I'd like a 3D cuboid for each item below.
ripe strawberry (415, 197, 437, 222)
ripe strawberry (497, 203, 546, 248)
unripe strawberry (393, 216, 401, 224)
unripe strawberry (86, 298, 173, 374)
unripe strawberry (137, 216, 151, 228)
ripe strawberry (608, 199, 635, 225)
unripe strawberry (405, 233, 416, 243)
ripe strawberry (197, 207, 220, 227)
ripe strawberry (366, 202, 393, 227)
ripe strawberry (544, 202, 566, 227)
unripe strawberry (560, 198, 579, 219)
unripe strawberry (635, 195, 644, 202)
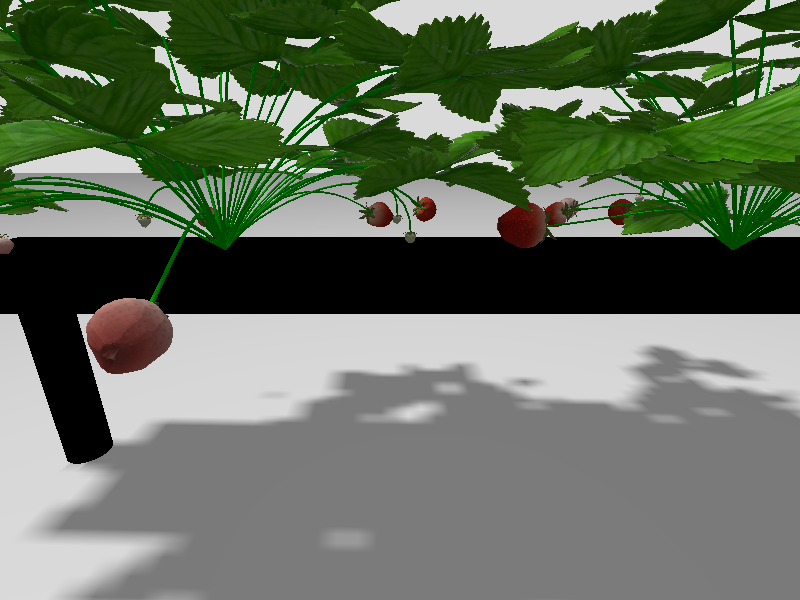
[{"bbox_3d":[0.034,-0.114,0.510,0.029,0.030,0.026,9,8,-45],"label":"ripe strawberry"},{"bbox_3d":[0.110,-0.067,0.364,0.042,0.041,0.039,1,19,5],"label":"ripe strawberry"},{"bbox_3d":[-0.003,-0.092,0.457,0.010,0.010,0.009,-14,23,-34],"label":"unripe strawberry"},{"bbox_3d":[-0.100,0.014,0.147,0.027,0.028,0.029,-5,20,-13],"label":"unripe strawberry"},{"bbox_3d":[-0.306,-0.094,0.479,0.015,0.015,0.014,40,38,27],"label":"unripe strawberry"},{"bbox_3d":[0.273,-0.110,0.498,0.030,0.032,0.033,-3,19,-8],"label":"ripe strawberry"},{"bbox_3d":[0.009,-0.054,0.350,0.010,0.010,0.009,0,19,1],"label":"unripe strawberry"},{"bbox_3d":[-0.222,-0.097,0.467,0.026,0.023,0.026,-10,21,-27],"label":"ripe strawberry"},{"bbox_3d":[-0.022,-0.099,0.466,0.033,0.028,0.033,-1,14,-44],"label":"ripe strawberry"},{"bbox_3d":[0.181,-0.100,0.470,0.025,0.028,0.027,-16,9,-39],"label":"ripe strawberry"},{"bbox_3d":[0.222,-0.122,0.535,0.031,0.028,0.028,-7,20,-20],"label":"unripe strawberry"},{"bbox_3d":[0.343,-0.145,0.573,0.011,0.011,0.011,4,20,11],"label":"unripe strawberry"}]
